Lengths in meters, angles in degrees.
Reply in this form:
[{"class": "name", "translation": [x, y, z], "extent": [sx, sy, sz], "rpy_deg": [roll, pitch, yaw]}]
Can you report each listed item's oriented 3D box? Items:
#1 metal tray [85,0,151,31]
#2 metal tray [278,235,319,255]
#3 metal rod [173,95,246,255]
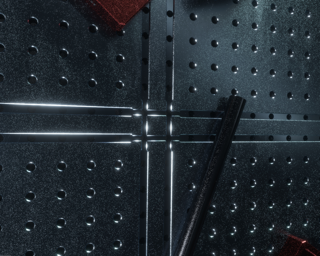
[{"class": "metal tray", "translation": [-0.067, -0.200, 0.385], "extent": [0.130, 0.030, 0.090], "rpy_deg": [44, 76, -15]}, {"class": "metal tray", "translation": [0.215, 0.249, 0.489], "extent": [0.090, 0.030, 0.130], "rpy_deg": [37, 78, -16]}, {"class": "metal rod", "translation": [0.061, 0.095, 0.435], "extent": [0.025, 0.025, 0.299], "rpy_deg": [23, 82, -19]}]
